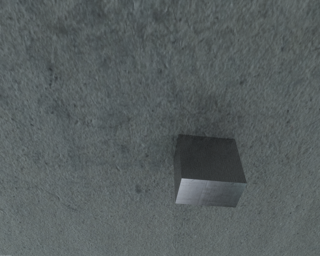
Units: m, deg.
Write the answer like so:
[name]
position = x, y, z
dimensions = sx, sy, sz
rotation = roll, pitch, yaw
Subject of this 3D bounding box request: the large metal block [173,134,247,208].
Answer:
[large metal block]
position = 0.063, 0.057, 0.420
dimensions = 0.080, 0.080, 0.050
rotation = 5, 130, -5
